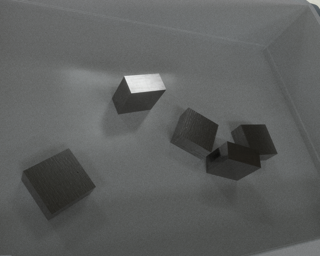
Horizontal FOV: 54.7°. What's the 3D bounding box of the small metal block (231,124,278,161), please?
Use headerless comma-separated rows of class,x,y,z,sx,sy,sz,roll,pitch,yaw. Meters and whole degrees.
small metal block,0.142,0.022,0.468,0.050,0.025,0.050,-1,62,-29

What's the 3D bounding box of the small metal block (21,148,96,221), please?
small metal block,-0.103,0.056,0.316,0.050,0.025,0.050,-30,79,-38

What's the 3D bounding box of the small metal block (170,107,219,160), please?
small metal block,0.048,0.008,0.427,0.050,0.025,0.050,30,52,-9

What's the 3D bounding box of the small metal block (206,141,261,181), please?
small metal block,0.097,0.045,0.414,0.050,0.050,0.025,16,55,-19

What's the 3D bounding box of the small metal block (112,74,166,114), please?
small metal block,-0.028,-0.044,0.401,0.050,0.050,0.025,-11,67,-33
